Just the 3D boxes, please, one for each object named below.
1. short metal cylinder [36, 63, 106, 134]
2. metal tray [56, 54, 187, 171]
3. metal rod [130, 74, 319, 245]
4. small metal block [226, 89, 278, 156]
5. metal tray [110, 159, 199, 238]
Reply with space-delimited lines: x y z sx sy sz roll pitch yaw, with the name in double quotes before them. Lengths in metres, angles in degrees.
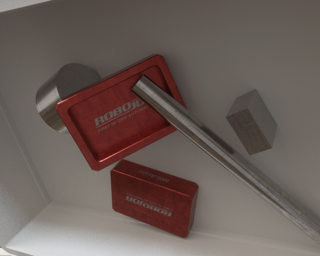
"short metal cylinder" -0.113 -0.038 0.407 0.050 0.080 0.080 -27 104 37
"metal tray" -0.040 -0.019 0.363 0.131 0.030 0.090 -28 108 -5
"metal rod" 0.091 0.043 0.363 0.301 0.025 0.025 39 129 -8
"small metal block" 0.101 -0.007 0.335 0.025 0.050 0.050 -25 105 36
"metal tray" -0.011 0.108 0.477 0.130 0.030 0.089 16 125 19
